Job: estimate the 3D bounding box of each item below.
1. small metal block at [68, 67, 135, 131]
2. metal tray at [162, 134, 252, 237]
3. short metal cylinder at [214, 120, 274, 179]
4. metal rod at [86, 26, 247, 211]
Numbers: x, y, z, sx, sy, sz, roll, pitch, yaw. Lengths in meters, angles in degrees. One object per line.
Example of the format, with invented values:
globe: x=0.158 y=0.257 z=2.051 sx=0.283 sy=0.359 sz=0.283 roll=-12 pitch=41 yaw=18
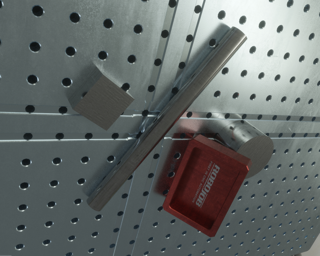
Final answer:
small metal block: x=-0.067 y=-0.033 z=0.356 sx=0.050 sy=0.025 sz=0.050 roll=-48 pitch=129 yaw=5
metal tray: x=0.067 y=0.086 z=0.461 sx=0.030 sy=0.090 sz=0.129 roll=-28 pitch=141 yaw=-62
short metal cylinder: x=0.130 y=0.034 z=0.490 sx=0.081 sy=0.050 sz=0.079 roll=-14 pitch=125 yaw=-21
metal rod: x=0.005 y=-0.007 z=0.410 sx=0.299 sy=0.025 sz=0.025 roll=-50 pitch=129 yaw=7
